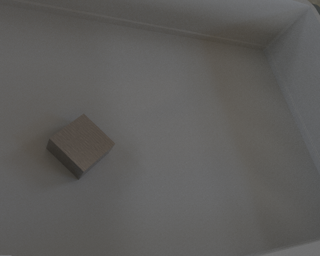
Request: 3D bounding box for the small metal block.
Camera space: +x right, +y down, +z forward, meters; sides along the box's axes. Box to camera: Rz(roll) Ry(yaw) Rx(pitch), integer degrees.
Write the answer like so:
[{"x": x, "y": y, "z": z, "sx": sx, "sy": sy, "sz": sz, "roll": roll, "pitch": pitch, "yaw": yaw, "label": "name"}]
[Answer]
[{"x": -0.088, "y": 0.020, "z": 0.346, "sx": 0.050, "sy": 0.025, "sz": 0.050, "roll": 44, "pitch": 51, "yaw": 2, "label": "small metal block"}]
